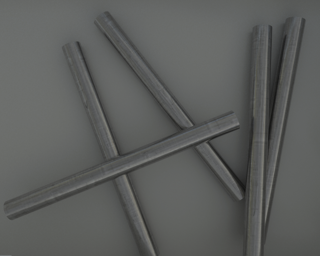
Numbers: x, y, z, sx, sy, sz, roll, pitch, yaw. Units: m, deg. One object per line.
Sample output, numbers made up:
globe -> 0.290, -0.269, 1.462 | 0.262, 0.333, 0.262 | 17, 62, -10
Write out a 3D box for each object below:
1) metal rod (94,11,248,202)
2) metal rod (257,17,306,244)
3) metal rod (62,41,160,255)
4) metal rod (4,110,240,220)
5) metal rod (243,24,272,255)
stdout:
metal rod -> 0.015, -0.028, 0.411 | 0.025, 0.025, 0.300 | -38, 90, 0
metal rod -> 0.154, 0.004, 0.412 | 0.025, 0.025, 0.298 | 10, 90, 0
metal rod -> -0.065, 0.031, 0.410 | 0.025, 0.025, 0.299 | -21, 90, 0
metal rod -> -0.046, 0.046, 0.384 | 0.301, 0.025, 0.025 | -22, 90, 0
metal rod -> 0.126, 0.015, 0.399 | 0.025, 0.025, 0.298 | 4, 85, 0
